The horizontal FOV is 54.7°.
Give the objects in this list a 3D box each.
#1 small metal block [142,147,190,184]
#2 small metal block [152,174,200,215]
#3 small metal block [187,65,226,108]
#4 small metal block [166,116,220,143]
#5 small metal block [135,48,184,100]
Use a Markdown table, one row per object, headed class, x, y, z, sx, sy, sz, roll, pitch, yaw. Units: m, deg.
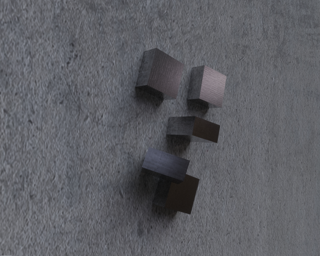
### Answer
| class | x | y | z | sx | sy | sz | roll | pitch | yaw |
| --- | --- | --- | --- | --- | --- | --- | --- | --- | --- |
| small metal block | 0.005 | 0.047 | 0.379 | 0.050 | 0.050 | 0.025 | 19 | 75 | 1 |
| small metal block | 0.023 | 0.086 | 0.423 | 0.050 | 0.025 | 0.050 | 26 | 74 | -37 |
| small metal block | 0.070 | -0.060 | 0.463 | 0.050 | 0.025 | 0.050 | 16 | 80 | -39 |
| small metal block | 0.045 | 0.003 | 0.426 | 0.050 | 0.050 | 0.025 | 17 | 79 | -39 |
| small metal block | 0.000 | -0.069 | 0.404 | 0.050 | 0.025 | 0.050 | 22 | 76 | -38 |
